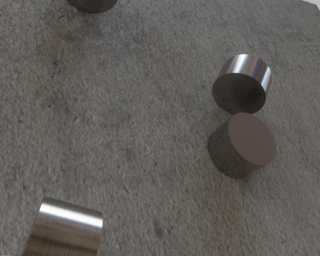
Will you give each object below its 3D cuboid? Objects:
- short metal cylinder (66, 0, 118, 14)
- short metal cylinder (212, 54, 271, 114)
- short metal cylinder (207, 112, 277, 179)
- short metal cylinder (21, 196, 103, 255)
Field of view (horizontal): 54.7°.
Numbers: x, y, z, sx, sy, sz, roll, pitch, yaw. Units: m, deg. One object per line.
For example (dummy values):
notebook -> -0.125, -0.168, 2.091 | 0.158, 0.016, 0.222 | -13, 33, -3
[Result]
short metal cylinder -> -0.099, -0.215, 0.447 | 0.081, 0.080, 0.050 | 11, 57, -23
short metal cylinder -> 0.127, -0.066, 0.480 | 0.080, 0.080, 0.050 | 35, 51, -6
short metal cylinder -> 0.115, 0.025, 0.437 | 0.081, 0.050, 0.080 | 14, 56, -21
short metal cylinder -> -0.087, 0.103, 0.260 | 0.050, 0.080, 0.080 | 21, 54, -16
